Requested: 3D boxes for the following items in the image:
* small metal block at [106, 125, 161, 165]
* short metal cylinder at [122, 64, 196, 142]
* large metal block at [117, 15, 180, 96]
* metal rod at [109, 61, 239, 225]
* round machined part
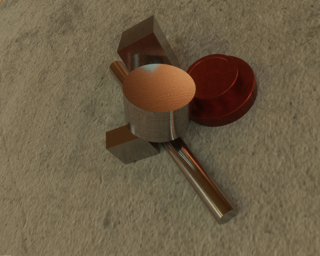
[{"bbox_3d":[-0.034,0.020,0.394,0.050,0.050,0.025,-19,54,16],"label":"small metal block"},{"bbox_3d":[-0.002,-0.030,0.360,0.081,0.050,0.080,2,49,-2],"label":"short metal cylinder"},{"bbox_3d":[-0.011,-0.095,0.419,0.050,0.080,0.080,-25,31,15],"label":"large metal block"},{"bbox_3d":[0.000,-0.004,0.407,0.025,0.025,0.300,-38,51,2],"label":"metal rod"},{"bbox_3d":[0.069,-0.054,0.390,0.098,0.042,0.098,-13,56,20],"label":"round machined part"}]
